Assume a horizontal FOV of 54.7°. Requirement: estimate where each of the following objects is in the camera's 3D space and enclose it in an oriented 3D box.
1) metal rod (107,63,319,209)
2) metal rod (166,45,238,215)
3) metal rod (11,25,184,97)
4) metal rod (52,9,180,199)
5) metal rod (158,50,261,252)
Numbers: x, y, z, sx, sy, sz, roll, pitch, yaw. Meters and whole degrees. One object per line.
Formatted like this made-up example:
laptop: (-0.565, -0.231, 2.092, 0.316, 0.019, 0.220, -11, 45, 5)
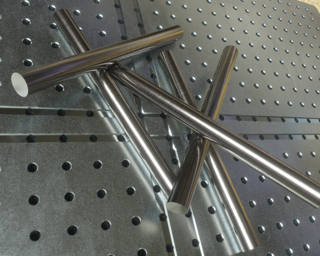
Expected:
metal rod: (0.053, -0.003, 0.376, 0.300, 0.025, 0.025, 33, 48, 19)
metal rod: (0.068, -0.021, 0.425, 0.025, 0.025, 0.301, 32, 51, -8)
metal rod: (-0.054, -0.102, 0.414, 0.025, 0.025, 0.302, 49, 43, 5)
metal rod: (-0.056, -0.034, 0.399, 0.025, 0.025, 0.299, -25, 75, -37)
metal rod: (0.060, 0.017, 0.431, 0.025, 0.025, 0.299, -8, 66, -32)
